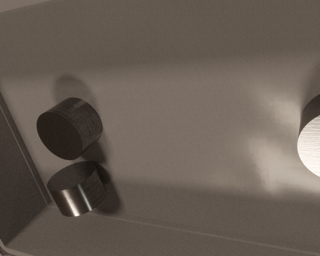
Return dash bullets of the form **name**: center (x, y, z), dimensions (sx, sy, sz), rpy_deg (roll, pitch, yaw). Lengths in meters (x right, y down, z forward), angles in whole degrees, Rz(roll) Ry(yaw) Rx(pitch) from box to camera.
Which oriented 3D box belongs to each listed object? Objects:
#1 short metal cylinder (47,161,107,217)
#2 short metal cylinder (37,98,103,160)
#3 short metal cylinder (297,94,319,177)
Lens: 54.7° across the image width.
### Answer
- **short metal cylinder**: center (-0.133, 0.096, 0.500), dimensions (0.080, 0.080, 0.050), rpy_deg (-4, 117, 30)
- **short metal cylinder**: center (-0.134, 0.001, 0.461), dimensions (0.080, 0.050, 0.079), rpy_deg (13, 124, 20)
- **short metal cylinder**: center (0.180, 0.007, 0.302), dimensions (0.080, 0.050, 0.079), rpy_deg (13, 124, 20)
